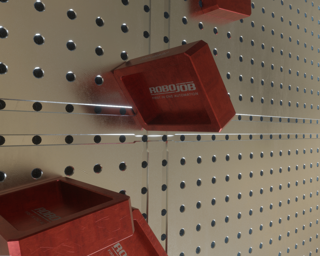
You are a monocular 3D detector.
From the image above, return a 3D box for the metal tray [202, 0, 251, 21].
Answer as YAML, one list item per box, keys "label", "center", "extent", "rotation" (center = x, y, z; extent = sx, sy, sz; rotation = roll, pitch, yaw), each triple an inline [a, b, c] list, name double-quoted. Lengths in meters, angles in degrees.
- label: "metal tray"
  center: [0.106, -0.247, 0.497]
  extent: [0.091, 0.030, 0.129]
  rotation: [-6, 94, -40]

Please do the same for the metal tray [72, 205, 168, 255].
- label: "metal tray"
  center: [-0.037, 0.170, 0.376]
  extent: [0.090, 0.030, 0.130]
  rotation: [-42, 116, -32]

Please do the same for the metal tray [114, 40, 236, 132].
- label: "metal tray"
  center: [0.012, -0.041, 0.352]
  extent: [0.030, 0.130, 0.090]
  rotation: [-42, 116, -32]

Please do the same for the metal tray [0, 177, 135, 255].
- label: "metal tray"
  center: [-0.095, 0.075, 0.262]
  extent: [0.091, 0.130, 0.030]
  rotation: [-12, 98, -40]
